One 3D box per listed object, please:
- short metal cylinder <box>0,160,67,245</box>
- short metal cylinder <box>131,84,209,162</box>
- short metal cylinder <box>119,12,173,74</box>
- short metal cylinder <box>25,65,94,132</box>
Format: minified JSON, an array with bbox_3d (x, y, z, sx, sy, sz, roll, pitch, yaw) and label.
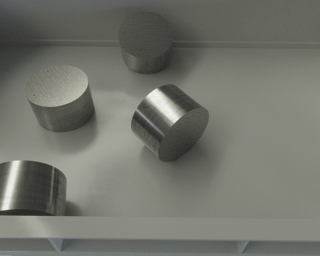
[{"bbox_3d":[-0.135,0.075,0.305,0.081,0.080,0.050,-7,51,-6],"label":"short metal cylinder"},{"bbox_3d":[0.013,-0.005,0.374,0.080,0.080,0.050,-33,57,-24],"label":"short metal cylinder"},{"bbox_3d":[-0.021,-0.131,0.481,0.081,0.050,0.080,1,73,-2],"label":"short metal cylinder"},{"bbox_3d":[-0.134,-0.041,0.422,0.080,0.050,0.080,0,50,0],"label":"short metal cylinder"}]
